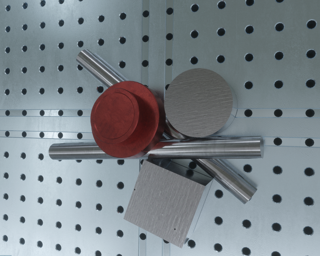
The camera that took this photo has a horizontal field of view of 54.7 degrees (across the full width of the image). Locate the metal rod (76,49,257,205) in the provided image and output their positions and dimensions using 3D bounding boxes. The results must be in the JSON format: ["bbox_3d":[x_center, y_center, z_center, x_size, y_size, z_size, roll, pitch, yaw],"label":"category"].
[{"bbox_3d":[-0.001,-0.011,0.412,0.300,0.025,0.025,40,103,15],"label":"metal rod"}]

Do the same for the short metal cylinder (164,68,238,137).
[{"bbox_3d":[0.051,-0.029,0.380,0.080,0.050,0.079,0,90,19],"label":"short metal cylinder"}]

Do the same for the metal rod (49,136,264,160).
[{"bbox_3d":[-0.024,0.028,0.400,0.300,0.025,0.025,-3,89,26],"label":"metal rod"}]

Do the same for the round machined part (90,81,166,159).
[{"bbox_3d":[-0.046,-0.012,0.383,0.098,0.042,0.097,-4,79,25],"label":"round machined part"}]

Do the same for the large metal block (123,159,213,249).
[{"bbox_3d":[0.011,0.089,0.392,0.080,0.050,0.080,21,97,18],"label":"large metal block"}]
